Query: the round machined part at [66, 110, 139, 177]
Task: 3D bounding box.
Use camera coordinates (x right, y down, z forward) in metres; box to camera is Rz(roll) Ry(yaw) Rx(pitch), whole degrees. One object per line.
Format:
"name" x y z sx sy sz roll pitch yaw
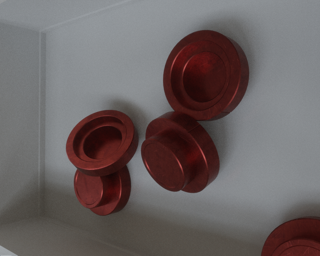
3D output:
"round machined part" -0.077 0.025 0.435 0.098 0.042 0.098 -8 52 11

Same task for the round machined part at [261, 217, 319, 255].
"round machined part" 0.136 0.130 0.274 0.098 0.042 0.097 -8 77 38

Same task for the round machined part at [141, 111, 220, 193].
"round machined part" 0.016 0.033 0.355 0.098 0.042 0.097 31 136 35

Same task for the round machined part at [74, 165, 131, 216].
"round machined part" -0.094 0.084 0.470 0.098 0.042 0.097 0 90 39

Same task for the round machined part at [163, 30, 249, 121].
"round machined part" 0.055 -0.056 0.349 0.098 0.042 0.097 0 90 39
